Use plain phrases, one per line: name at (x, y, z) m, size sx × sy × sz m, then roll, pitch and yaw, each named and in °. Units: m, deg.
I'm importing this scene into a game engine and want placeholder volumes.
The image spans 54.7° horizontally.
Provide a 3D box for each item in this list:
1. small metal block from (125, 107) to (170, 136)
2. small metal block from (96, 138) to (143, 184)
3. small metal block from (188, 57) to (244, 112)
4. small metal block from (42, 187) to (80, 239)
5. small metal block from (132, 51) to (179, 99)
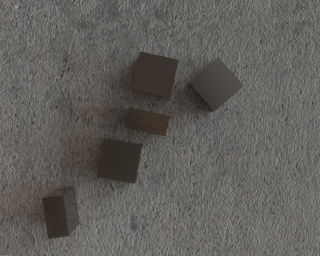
small metal block at (-0.015, -0.008, 0.397) m, size 0.050 × 0.050 × 0.025 m, roll 13°, pitch 90°, yaw 0°
small metal block at (-0.052, 0.043, 0.409) m, size 0.050 × 0.025 × 0.050 m, roll 10°, pitch 90°, yaw 0°
small metal block at (0.073, -0.057, 0.410) m, size 0.050 × 0.025 × 0.050 m, roll -41°, pitch 90°, yaw 0°
small metal block at (-0.125, 0.107, 0.396) m, size 0.025 × 0.050 × 0.050 m, roll -8°, pitch 90°, yaw 0°
small metal block at (-0.006, -0.069, 0.410) m, size 0.050 × 0.025 × 0.050 m, roll 12°, pitch 90°, yaw 0°
